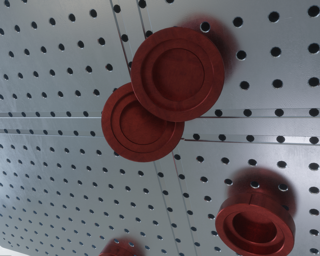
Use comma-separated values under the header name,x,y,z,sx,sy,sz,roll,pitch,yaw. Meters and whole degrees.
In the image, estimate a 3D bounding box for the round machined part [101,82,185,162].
name,x,y,z,sx,sy,sz,roll,pitch,yaw
round machined part,-0.021,-0.007,0.385,0.098,0.098,0.042,42,172,-1

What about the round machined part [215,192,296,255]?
name,x,y,z,sx,sy,sz,roll,pitch,yaw
round machined part,0.127,0.125,0.411,0.098,0.042,0.097,13,124,21

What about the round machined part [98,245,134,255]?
name,x,y,z,sx,sy,sz,roll,pitch,yaw
round machined part,-0.086,0.288,0.625,0.098,0.042,0.097,13,124,21

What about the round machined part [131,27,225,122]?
name,x,y,z,sx,sy,sz,roll,pitch,yaw
round machined part,0.021,-0.059,0.340,0.098,0.042,0.097,3,104,11
